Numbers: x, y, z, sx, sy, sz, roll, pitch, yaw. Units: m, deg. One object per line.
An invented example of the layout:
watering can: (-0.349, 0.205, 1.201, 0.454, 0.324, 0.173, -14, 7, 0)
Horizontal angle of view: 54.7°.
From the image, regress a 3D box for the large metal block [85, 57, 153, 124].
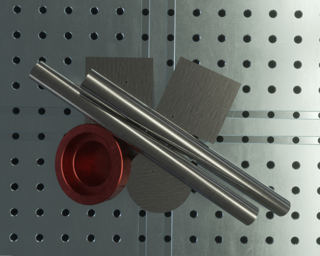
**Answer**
large metal block: (-0.049, -0.045, 0.393, 0.081, 0.050, 0.079, 1, 90, 0)

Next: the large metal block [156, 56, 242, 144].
large metal block: (0.045, -0.034, 0.396, 0.080, 0.050, 0.080, 24, 90, 0)

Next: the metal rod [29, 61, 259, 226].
metal rod: (-0.017, 0.018, 0.358, 0.301, 0.025, 0.025, 34, 90, -1)

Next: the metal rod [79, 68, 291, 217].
metal rod: (0.042, 0.026, 0.373, 0.301, 0.025, 0.025, 33, 90, -15)

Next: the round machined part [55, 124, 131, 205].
round machined part: (-0.079, 0.044, 0.389, 0.098, 0.042, 0.097, -1, 86, 23)

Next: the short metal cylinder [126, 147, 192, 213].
short metal cylinder: (-0.001, 0.062, 0.396, 0.081, 0.050, 0.079, 0, 90, 0)
